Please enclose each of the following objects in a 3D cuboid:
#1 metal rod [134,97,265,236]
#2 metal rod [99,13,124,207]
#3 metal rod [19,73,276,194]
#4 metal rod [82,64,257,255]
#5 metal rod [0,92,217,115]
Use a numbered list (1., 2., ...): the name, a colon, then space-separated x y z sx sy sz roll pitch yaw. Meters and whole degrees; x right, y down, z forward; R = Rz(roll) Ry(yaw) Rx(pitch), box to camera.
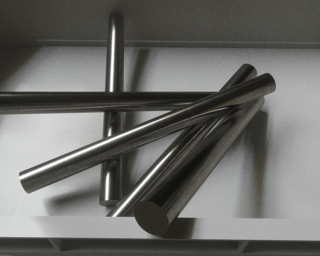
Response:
1. metal rod: 0.065 0.008 0.317 0.025 0.025 0.302 25 29 20
2. metal rod: -0.061 -0.045 0.415 0.025 0.025 0.299 -2 58 -2
3. metal rod: -0.005 0.001 0.351 0.302 0.025 0.025 -22 53 -9
4. metal rod: 0.028 0.021 0.365 0.025 0.025 0.301 32 63 24
5. metal rod: -0.031 -0.033 0.386 0.303 0.025 0.025 -3 49 -21
